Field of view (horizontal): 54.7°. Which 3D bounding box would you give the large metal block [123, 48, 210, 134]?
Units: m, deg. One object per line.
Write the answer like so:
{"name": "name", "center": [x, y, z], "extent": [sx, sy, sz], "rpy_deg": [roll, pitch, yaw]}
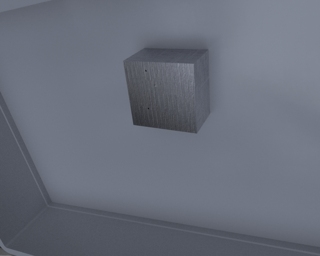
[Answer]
{"name": "large metal block", "center": [0.011, -0.045, 0.358], "extent": [0.080, 0.050, 0.079], "rpy_deg": [8, 122, 24]}
